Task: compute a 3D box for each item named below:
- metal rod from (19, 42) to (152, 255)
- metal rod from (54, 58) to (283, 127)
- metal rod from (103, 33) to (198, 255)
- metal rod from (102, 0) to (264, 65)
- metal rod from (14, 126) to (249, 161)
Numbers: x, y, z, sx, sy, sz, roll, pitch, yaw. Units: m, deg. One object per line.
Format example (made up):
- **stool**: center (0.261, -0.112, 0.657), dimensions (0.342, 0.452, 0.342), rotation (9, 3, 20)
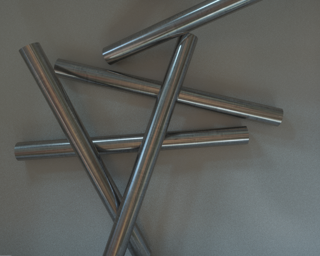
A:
- **metal rod**: center (-0.087, 0.038, 0.386), dimensions (0.025, 0.025, 0.299), rotation (-26, 100, 0)
- **metal rod**: center (0.012, -0.047, 0.411), dimensions (0.302, 0.025, 0.025), rotation (13, 90, -1)
- **metal rod**: center (-0.012, 0.026, 0.381), dimensions (0.025, 0.025, 0.299), rotation (19, 87, -1)
- **metal rod**: center (0.062, -0.135, 0.351), dimensions (0.300, 0.025, 0.025), rotation (-17, 91, 24)
- **metal rod**: center (-0.036, 0.020, 0.410), dimensions (0.302, 0.025, 0.025), rotation (-4, 90, -1)
